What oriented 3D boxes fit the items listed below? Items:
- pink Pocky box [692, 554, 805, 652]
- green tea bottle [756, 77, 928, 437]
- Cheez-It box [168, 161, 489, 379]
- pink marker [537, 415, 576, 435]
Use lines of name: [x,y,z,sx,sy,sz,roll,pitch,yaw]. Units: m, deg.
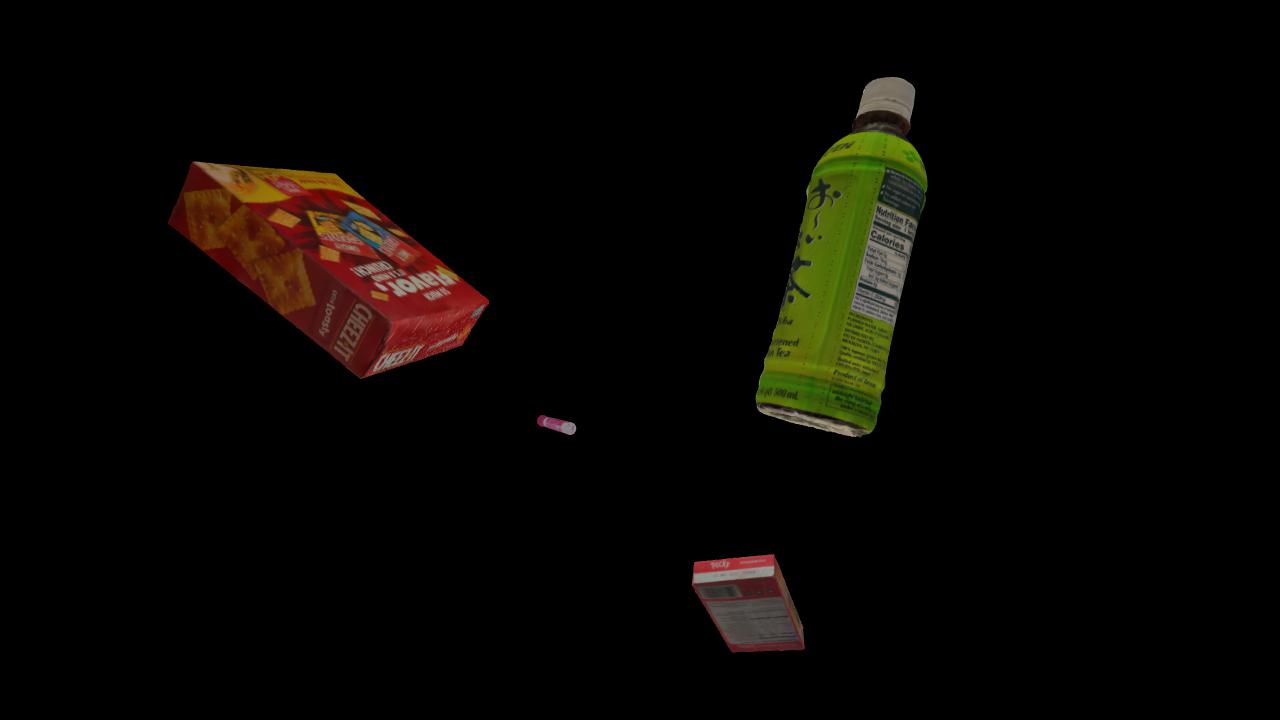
pink Pocky box: [0.116,0.258,0.643,0.084,0.155,0.029,-12,39,19]
green tea bottle: [0.126,-0.063,0.365,0.073,0.212,0.073,17,-6,2]
Cheez-It box: [-0.275,-0.089,0.576,0.223,0.071,0.166,38,19,4]
pink marker: [-0.132,0.100,0.959,0.020,0.020,0.121,0,1,-30]
